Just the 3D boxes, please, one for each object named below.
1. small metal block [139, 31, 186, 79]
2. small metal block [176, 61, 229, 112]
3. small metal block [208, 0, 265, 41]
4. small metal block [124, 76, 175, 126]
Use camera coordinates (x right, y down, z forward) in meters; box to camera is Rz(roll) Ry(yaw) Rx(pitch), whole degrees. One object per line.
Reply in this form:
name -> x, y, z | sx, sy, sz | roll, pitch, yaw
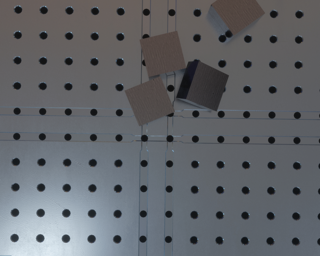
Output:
small metal block -> 0.004, -0.096, 0.413 | 0.050, 0.025, 0.050 | -14, 90, 0
small metal block -> 0.056, -0.054, 0.403 | 0.050, 0.025, 0.050 | 18, 90, -28
small metal block -> 0.101, -0.155, 0.414 | 0.050, 0.025, 0.050 | -36, 90, 0
small metal block -> -0.013, -0.035, 0.413 | 0.050, 0.025, 0.050 | -22, 90, 0
